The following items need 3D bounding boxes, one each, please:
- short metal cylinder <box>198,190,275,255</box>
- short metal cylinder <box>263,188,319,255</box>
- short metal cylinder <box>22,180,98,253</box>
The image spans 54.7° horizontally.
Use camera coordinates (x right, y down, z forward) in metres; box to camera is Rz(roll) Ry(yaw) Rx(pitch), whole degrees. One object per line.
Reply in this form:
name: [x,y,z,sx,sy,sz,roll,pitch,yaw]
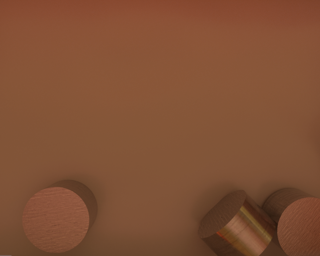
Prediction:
short metal cylinder: [0.094,0.123,0.385,0.080,0.080,0.050,-44,90,0]
short metal cylinder: [0.178,0.122,0.397,0.081,0.050,0.079,0,91,-4]
short metal cylinder: [-0.125,0.111,0.398,0.081,0.050,0.080,0,90,0]
